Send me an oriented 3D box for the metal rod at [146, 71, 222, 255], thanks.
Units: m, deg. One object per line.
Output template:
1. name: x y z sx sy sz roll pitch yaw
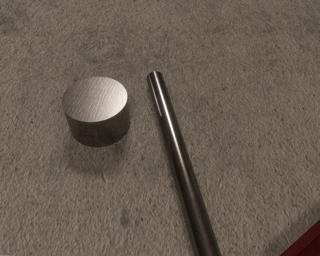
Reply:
1. metal rod: 0.023 0.037 0.372 0.025 0.025 0.300 -9 51 -8

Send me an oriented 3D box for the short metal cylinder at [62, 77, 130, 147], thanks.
1. short metal cylinder: -0.081 -0.022 0.404 0.081 0.050 0.080 0 50 0

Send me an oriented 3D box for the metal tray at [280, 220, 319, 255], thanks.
1. metal tray: 0.178 0.131 0.291 0.131 0.030 0.090 -29 56 -22
